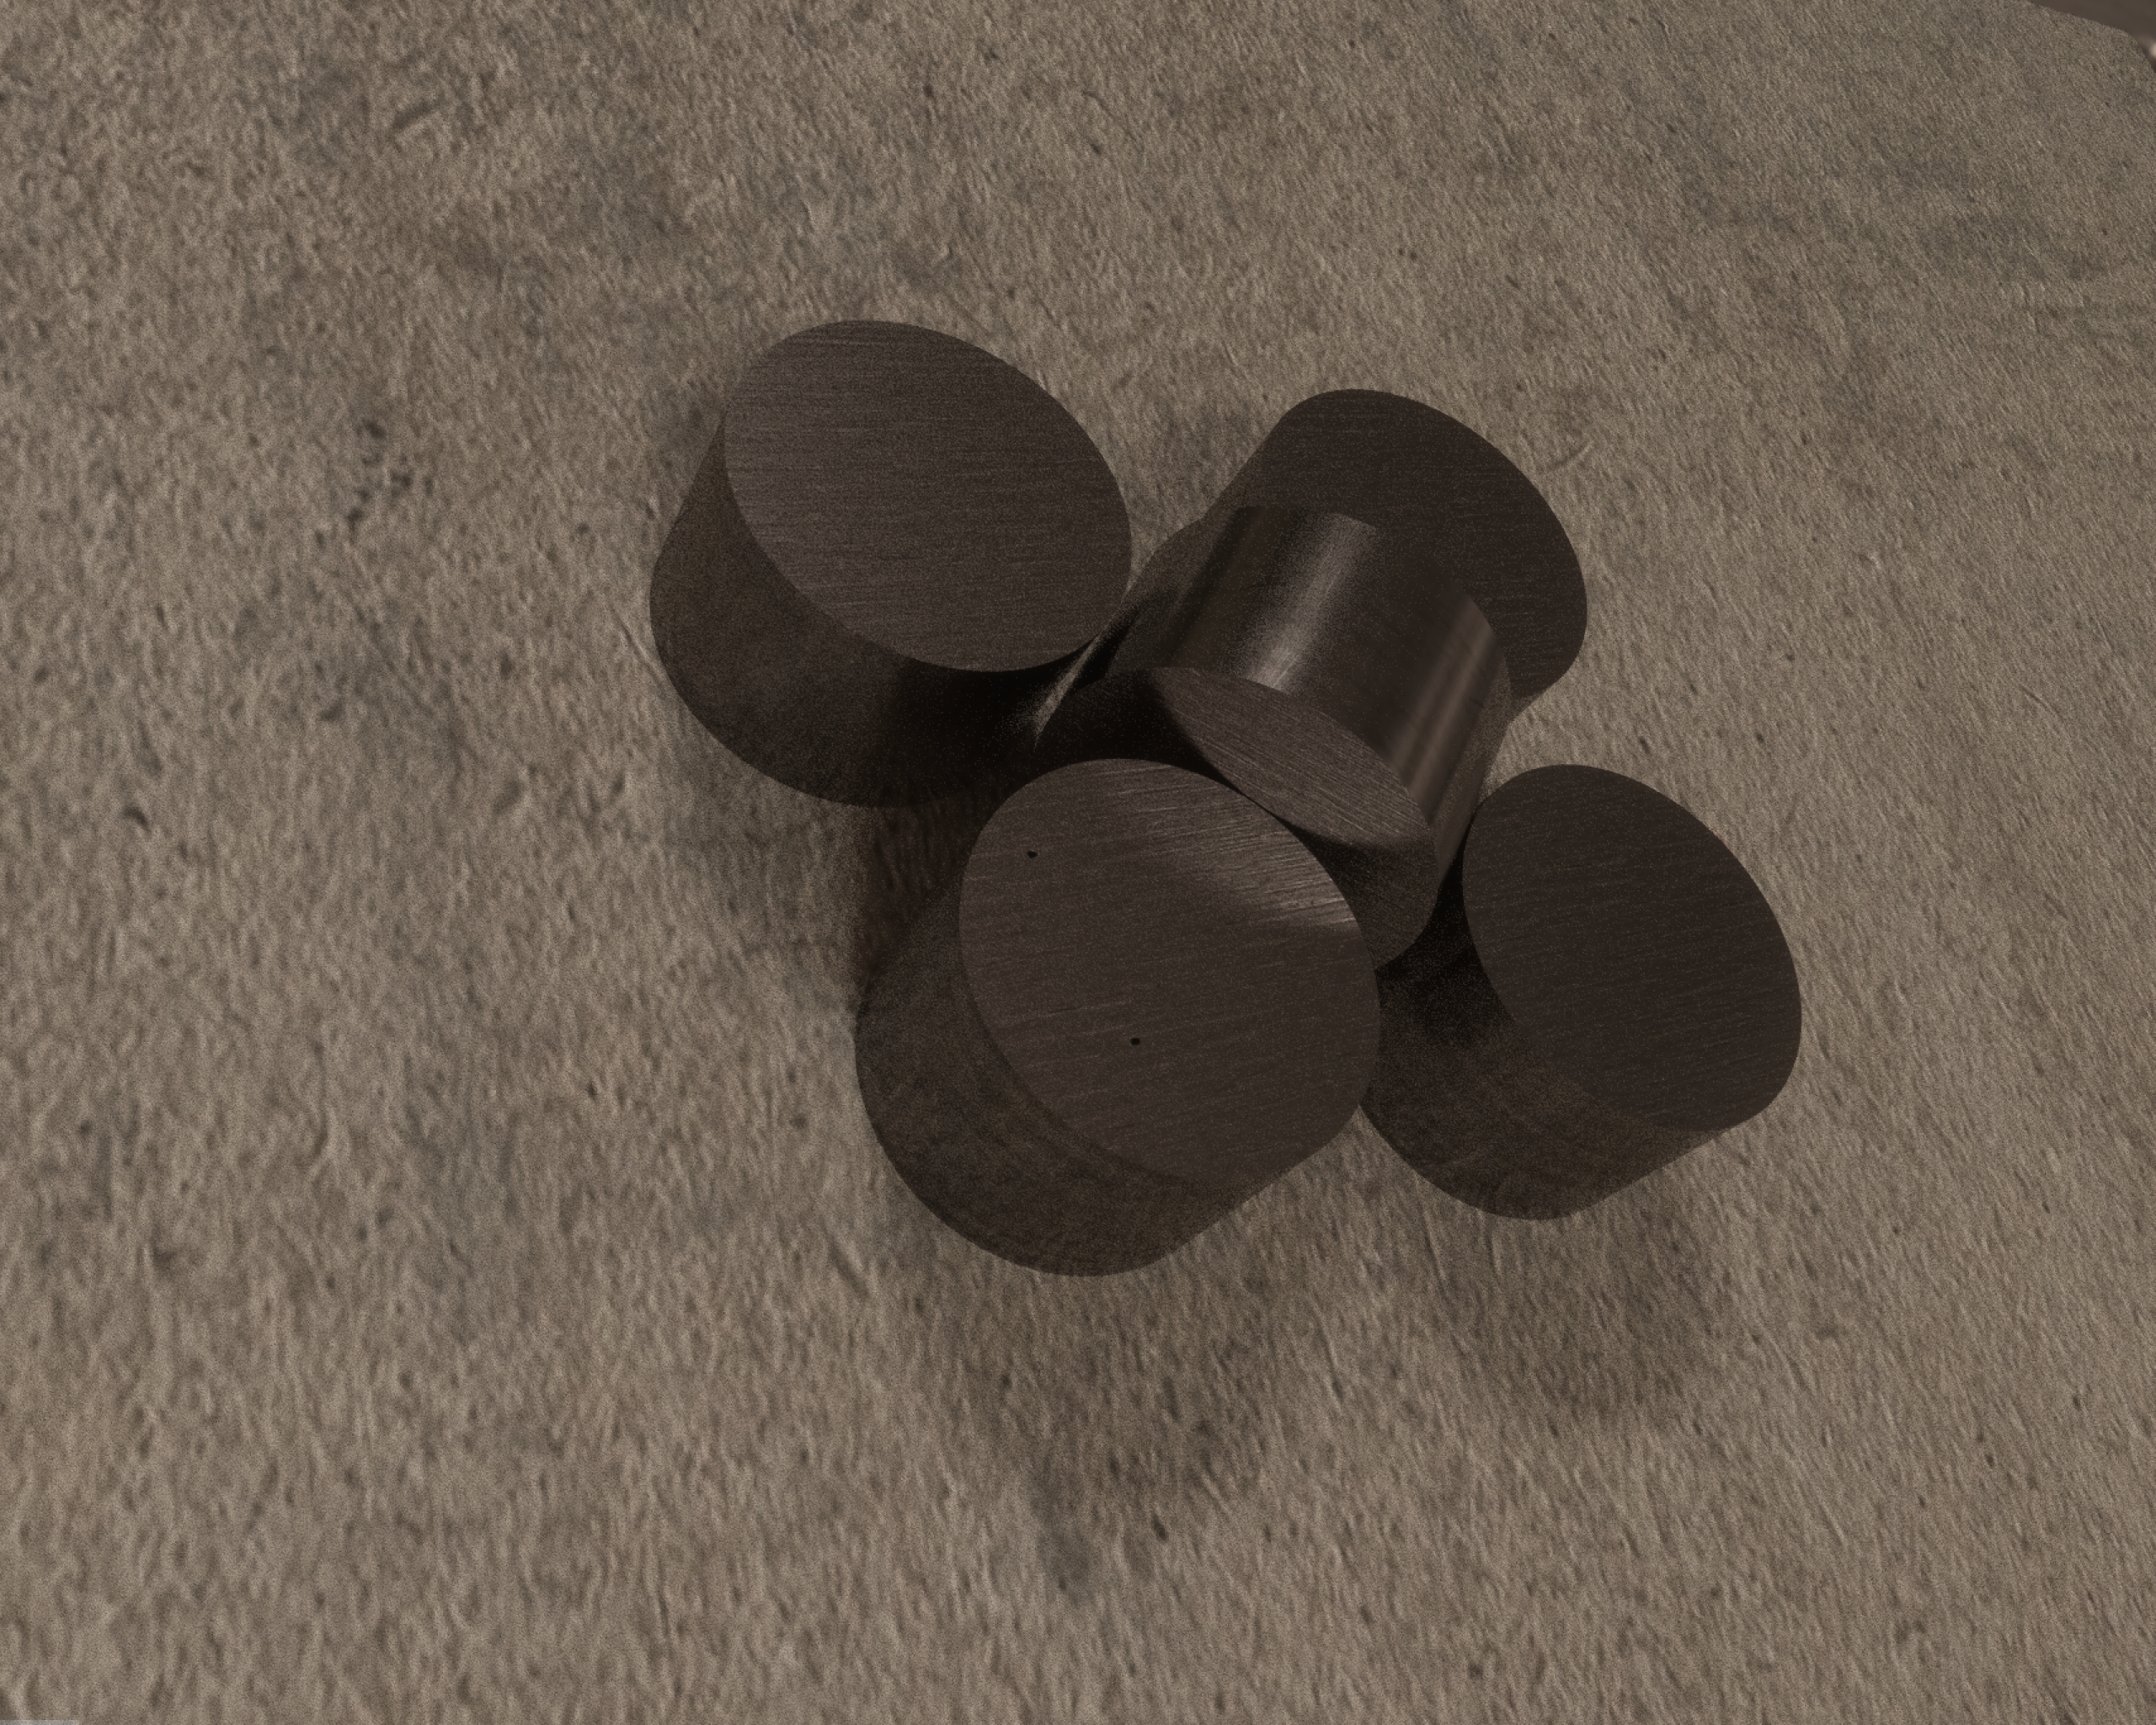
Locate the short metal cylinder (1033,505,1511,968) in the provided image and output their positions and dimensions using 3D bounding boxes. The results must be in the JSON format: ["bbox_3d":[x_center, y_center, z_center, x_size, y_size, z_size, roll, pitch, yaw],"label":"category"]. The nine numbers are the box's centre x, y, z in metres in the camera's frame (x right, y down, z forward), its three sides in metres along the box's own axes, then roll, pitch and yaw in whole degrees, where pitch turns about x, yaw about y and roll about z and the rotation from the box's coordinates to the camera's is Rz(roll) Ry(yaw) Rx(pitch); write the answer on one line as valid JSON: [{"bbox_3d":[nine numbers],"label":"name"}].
[{"bbox_3d":[0.038,-0.022,0.406,0.080,0.080,0.050,34,51,-6],"label":"short metal cylinder"}]

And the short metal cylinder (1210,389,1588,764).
[{"bbox_3d":[0.063,-0.056,0.457,0.081,0.050,0.080,14,56,-21],"label":"short metal cylinder"}]

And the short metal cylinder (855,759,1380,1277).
[{"bbox_3d":[0.007,0.028,0.376,0.081,0.050,0.080,14,56,-21],"label":"short metal cylinder"}]

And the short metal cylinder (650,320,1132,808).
[{"bbox_3d":[-0.037,-0.057,0.404,0.081,0.050,0.080,14,56,-21],"label":"short metal cylinder"}]

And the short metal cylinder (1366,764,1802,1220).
[{"bbox_3d":[0.099,0.027,0.427,0.081,0.050,0.080,14,56,-21],"label":"short metal cylinder"}]
